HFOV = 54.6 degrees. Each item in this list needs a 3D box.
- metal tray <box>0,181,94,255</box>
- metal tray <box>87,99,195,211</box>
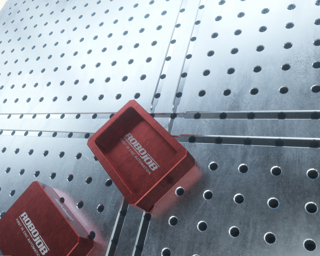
[{"bbox_3d":[-0.155,0.141,0.402,0.130,0.030,0.090,34,80,38],"label":"metal tray"},{"bbox_3d":[-0.029,0.030,0.402,0.090,0.030,0.130,-44,51,-2],"label":"metal tray"}]
